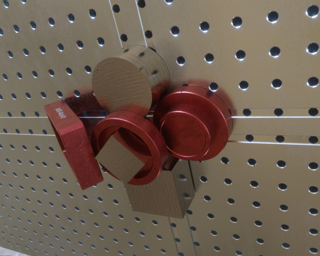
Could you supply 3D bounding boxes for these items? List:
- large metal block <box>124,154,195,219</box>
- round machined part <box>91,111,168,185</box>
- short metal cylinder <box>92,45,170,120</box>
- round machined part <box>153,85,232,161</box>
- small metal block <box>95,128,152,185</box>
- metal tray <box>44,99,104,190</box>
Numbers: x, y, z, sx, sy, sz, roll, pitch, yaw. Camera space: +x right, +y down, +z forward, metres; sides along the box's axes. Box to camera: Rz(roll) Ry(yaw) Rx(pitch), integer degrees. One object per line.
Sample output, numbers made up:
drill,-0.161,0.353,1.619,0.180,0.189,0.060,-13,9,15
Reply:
large metal block,-0.003,0.076,0.440,0.080,0.050,0.080,1,119,28
round machined part,-0.035,0.021,0.394,0.098,0.042,0.097,13,124,21
short metal cylinder,-0.035,-0.055,0.379,0.080,0.050,0.079,13,124,21
round machined part,0.035,0.001,0.381,0.098,0.042,0.097,13,124,21
small metal block,-0.043,0.033,0.375,0.050,0.025,0.050,41,129,0
metal tray,-0.125,0.019,0.439,0.130,0.030,0.089,33,142,57
